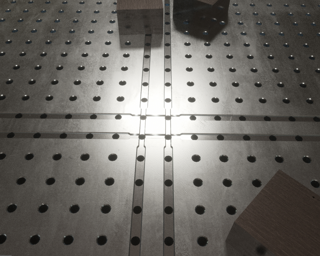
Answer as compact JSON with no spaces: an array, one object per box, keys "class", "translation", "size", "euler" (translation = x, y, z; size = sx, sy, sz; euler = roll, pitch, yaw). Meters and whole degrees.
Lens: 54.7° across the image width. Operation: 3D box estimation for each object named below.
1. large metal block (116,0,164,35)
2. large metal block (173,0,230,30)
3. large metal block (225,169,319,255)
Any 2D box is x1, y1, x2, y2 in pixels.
[{"class":"large metal block","translation":[-0.037,-0.218,0.574],"size":[0.081,0.050,0.080],"euler":[-3,50,-3]},{"class":"large metal block","translation":[0.081,-0.241,0.595],"size":[0.080,0.050,0.080],"euler":[27,55,20]},{"class":"large metal block","translation":[0.126,0.102,0.307],"size":[0.080,0.050,0.080],"euler":[37,59,26]}]
